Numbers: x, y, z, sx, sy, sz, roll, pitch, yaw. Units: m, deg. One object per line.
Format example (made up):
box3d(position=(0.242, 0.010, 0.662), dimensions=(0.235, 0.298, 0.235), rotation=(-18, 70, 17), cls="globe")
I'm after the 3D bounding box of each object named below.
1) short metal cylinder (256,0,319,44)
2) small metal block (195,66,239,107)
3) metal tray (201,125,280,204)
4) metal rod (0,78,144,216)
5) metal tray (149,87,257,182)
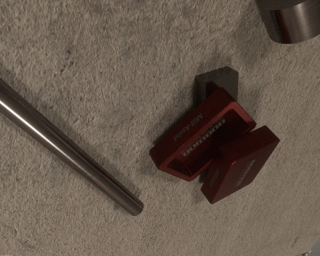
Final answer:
box3d(position=(0.163, -0.148, 0.371), dimensions=(0.080, 0.080, 0.050), rotation=(-41, 130, -1), cls="short metal cylinder")
box3d(position=(0.077, -0.051, 0.420), dimensions=(0.050, 0.025, 0.050), rotation=(-19, 126, -18), cls="small metal block")
box3d(position=(0.119, 0.060, 0.475), dimensions=(0.091, 0.030, 0.129), rotation=(-22, 147, -23), cls="metal tray")
box3d(position=(-0.107, 0.030, 0.367), dimensions=(0.025, 0.025, 0.300), rotation=(-40, 130, -2), cls="metal rod")
box3d(position=(0.060, 0.014, 0.423), dimensions=(0.130, 0.030, 0.090), rotation=(-43, 142, 12), cls="metal tray")
